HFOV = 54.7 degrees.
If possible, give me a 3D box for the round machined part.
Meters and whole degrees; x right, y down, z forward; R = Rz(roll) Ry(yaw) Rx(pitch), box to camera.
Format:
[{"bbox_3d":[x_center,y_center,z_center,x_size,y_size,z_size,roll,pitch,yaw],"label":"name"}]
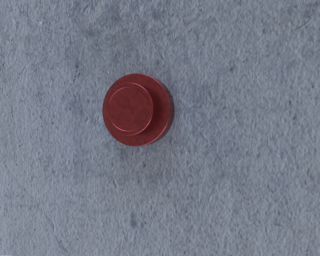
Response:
[{"bbox_3d":[-0.034,-0.024,0.411,0.098,0.042,0.097,0,90,19],"label":"round machined part"}]
